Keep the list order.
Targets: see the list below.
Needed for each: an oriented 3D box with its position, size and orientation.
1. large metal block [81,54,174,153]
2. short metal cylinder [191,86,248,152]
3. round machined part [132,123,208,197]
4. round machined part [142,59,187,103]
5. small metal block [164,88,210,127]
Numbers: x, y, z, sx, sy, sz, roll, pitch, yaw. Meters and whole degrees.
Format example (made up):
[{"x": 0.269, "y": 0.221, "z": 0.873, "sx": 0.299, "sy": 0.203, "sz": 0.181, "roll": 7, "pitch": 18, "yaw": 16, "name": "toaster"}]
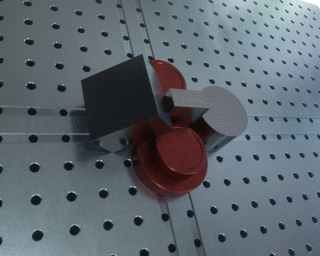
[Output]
[{"x": -0.039, "y": -0.027, "z": 0.361, "sx": 0.050, "sy": 0.080, "sz": 0.080, "roll": 44, "pitch": 28, "yaw": -62, "name": "large metal block"}, {"x": 0.076, "y": -0.013, "z": 0.439, "sx": 0.081, "sy": 0.050, "sz": 0.080, "roll": 14, "pitch": 56, "yaw": -21, "name": "short metal cylinder"}, {"x": 0.018, "y": 0.033, "z": 0.387, "sx": 0.099, "sy": 0.042, "sz": 0.098, "roll": 14, "pitch": 56, "yaw": -21, "name": "round machined part"}, {"x": -0.003, "y": -0.056, "z": 0.430, "sx": 0.099, "sy": 0.042, "sz": 0.098, "roll": 14, "pitch": 56, "yaw": -21, "name": "round machined part"}, {"x": 0.026, "y": -0.024, "z": 0.392, "sx": 0.050, "sy": 0.050, "sz": 0.025, "roll": 1, "pitch": 61, "yaw": -28, "name": "small metal block"}]
